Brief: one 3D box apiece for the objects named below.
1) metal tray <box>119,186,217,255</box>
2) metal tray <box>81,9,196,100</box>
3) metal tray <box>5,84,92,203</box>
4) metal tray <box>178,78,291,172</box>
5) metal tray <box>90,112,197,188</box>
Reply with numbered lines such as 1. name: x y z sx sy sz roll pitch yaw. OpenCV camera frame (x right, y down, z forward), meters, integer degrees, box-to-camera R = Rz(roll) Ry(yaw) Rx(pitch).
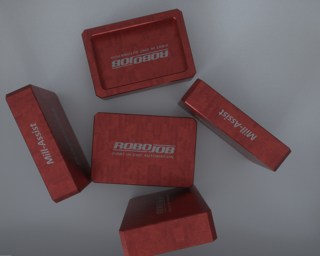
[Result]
1. metal tray: 0.007 0.101 0.356 0.091 0.130 0.030 -12 91 -1
2. metal tray: -0.027 -0.095 0.407 0.131 0.030 0.089 -13 90 -1
3. metal tray: -0.127 0.017 0.375 0.030 0.090 0.129 -25 91 -1
4. metal tray: 0.084 -0.004 0.377 0.130 0.090 0.030 38 91 -1
5. metal tray: -0.020 0.028 0.406 0.131 0.030 0.089 3 90 -1
